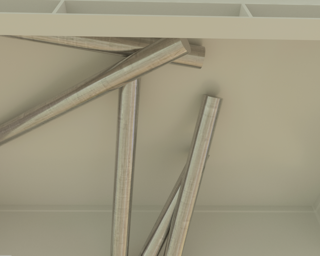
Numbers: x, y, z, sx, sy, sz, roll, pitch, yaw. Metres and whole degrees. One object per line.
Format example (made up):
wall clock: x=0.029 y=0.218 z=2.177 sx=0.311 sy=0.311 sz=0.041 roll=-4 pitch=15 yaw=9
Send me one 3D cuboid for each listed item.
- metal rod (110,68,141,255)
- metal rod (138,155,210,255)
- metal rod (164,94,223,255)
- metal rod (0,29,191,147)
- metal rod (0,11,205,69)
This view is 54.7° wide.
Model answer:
metal rod: x=-0.046 y=0.071 z=0.395 sx=0.025 sy=0.025 sz=0.298 roll=4 pitch=107 yaw=-4
metal rod: x=-0.009 y=0.166 z=0.439 sx=0.025 sy=0.025 sz=0.299 roll=28 pitch=88 yaw=-22
metal rod: x=0.034 y=0.103 z=0.413 sx=0.025 sy=0.025 sz=0.298 roll=10 pitch=103 yaw=-9
metal rod: x=-0.103 y=-0.033 z=0.359 sx=0.300 sy=0.025 sz=0.025 roll=-22 pitch=127 yaw=24
metal rod: x=-0.102 y=-0.098 z=0.324 sx=0.302 sy=0.025 sz=0.025 roll=8 pitch=130 yaw=-7
